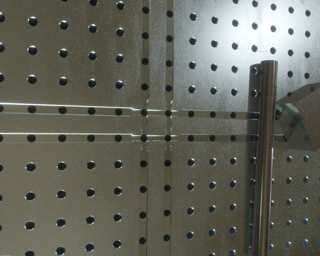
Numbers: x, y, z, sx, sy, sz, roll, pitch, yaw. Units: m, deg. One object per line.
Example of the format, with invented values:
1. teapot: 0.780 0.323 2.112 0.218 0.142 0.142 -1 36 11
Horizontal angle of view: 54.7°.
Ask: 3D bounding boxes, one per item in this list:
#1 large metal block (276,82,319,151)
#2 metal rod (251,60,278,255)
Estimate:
1. large metal block: 0.237 -0.019 0.486 0.080 0.050 0.080 -29 100 -18
2. metal rod: 0.159 0.048 0.470 0.025 0.025 0.298 3 89 -20
